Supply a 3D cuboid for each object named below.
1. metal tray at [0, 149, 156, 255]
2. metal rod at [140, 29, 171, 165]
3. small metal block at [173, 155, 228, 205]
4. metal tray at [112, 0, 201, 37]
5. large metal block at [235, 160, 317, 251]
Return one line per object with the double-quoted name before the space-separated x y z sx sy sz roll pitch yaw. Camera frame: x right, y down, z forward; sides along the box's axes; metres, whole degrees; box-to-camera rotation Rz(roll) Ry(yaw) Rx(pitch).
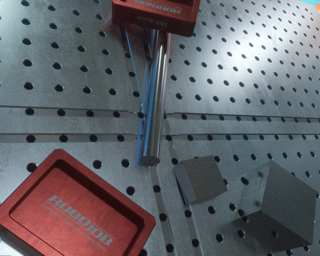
"metal tray" -0.079 0.093 0.306 0.130 0.030 0.090 38 51 -3
"metal rod" -0.001 -0.085 0.460 0.025 0.025 0.300 18 55 -19
"small metal block" 0.052 0.066 0.398 0.050 0.025 0.050 -6 65 -31
"metal tray" -0.003 -0.201 0.501 0.131 0.030 0.090 14 56 0
"large metal block" 0.157 0.104 0.416 0.080 0.050 0.080 34 51 -6
